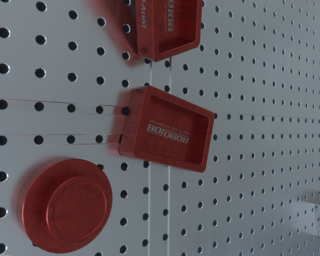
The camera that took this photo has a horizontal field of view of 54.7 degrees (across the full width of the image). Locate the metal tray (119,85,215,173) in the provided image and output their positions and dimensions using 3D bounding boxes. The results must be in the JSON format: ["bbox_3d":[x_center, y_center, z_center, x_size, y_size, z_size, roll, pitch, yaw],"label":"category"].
[{"bbox_3d":[0.015,0.006,0.418,0.131,0.030,0.090,18,79,-39],"label":"metal tray"}]

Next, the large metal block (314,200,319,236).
[{"bbox_3d":[0.417,0.211,0.743,0.081,0.050,0.079,-14,99,-39],"label":"large metal block"}]

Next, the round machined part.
[{"bbox_3d":[-0.091,0.081,0.322,0.099,0.042,0.097,0,90,-40],"label":"round machined part"}]

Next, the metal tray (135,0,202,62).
[{"bbox_3d":[0.013,-0.157,0.383,0.091,0.030,0.129,-29,132,-36],"label":"metal tray"}]
